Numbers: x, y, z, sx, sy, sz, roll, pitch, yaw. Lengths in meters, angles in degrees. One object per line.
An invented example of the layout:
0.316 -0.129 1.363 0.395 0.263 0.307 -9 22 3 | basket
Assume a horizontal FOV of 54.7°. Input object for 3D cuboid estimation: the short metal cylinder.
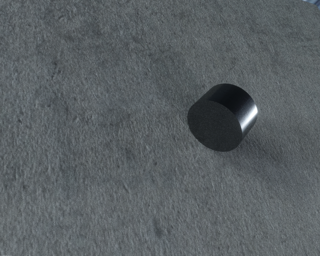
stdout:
0.085 -0.014 0.425 0.080 0.080 0.050 45 51 3 | short metal cylinder
